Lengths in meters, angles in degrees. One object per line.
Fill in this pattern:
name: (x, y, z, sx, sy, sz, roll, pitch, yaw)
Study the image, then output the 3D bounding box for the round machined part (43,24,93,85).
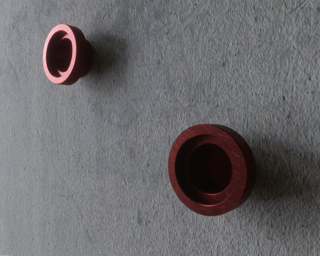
round machined part: (-0.151, -0.120, 0.519, 0.098, 0.042, 0.097, 0, 90, 40)

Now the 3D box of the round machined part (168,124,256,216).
round machined part: (0.060, 0.044, 0.344, 0.098, 0.042, 0.097, 0, 90, 40)
